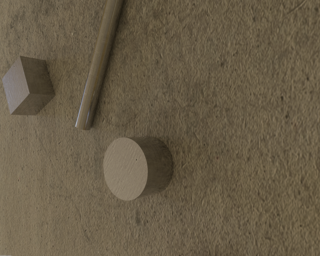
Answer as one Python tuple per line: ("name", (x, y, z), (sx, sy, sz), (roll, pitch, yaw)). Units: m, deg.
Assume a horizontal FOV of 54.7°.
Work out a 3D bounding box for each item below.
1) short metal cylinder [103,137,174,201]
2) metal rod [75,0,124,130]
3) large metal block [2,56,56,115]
("short metal cylinder", (-0.029, 0.052, 0.411), (0.080, 0.050, 0.079), (0, 90, 39))
("metal rod", (-0.082, -0.139, 0.469), (0.025, 0.025, 0.298), (28, 107, 36))
("large metal block", (-0.253, -0.078, 0.593), (0.080, 0.050, 0.080), (-33, 70, 35))
